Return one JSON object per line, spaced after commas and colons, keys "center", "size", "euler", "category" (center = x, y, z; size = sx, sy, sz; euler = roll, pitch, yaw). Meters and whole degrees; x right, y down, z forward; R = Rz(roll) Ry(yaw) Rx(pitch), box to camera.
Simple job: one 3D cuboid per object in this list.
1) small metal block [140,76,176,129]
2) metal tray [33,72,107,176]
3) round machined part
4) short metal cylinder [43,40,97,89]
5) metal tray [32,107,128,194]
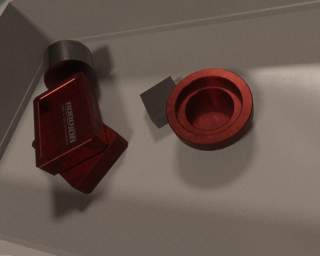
{"center": [0.006, -0.035, 0.423], "size": [0.050, 0.025, 0.050], "euler": [-31, 52, 8], "category": "small metal block"}
{"center": [-0.130, -0.010, 0.435], "size": [0.090, 0.030, 0.130], "euler": [-28, 52, 10], "category": "metal tray"}
{"center": [0.060, -0.018, 0.368], "size": [0.098, 0.042, 0.098], "euler": [-7, 63, 15], "category": "round machined part"}
{"center": [-0.147, -0.095, 0.503], "size": [0.080, 0.080, 0.050], "euler": [-27, 53, 11], "category": "short metal cylinder"}
{"center": [-0.119, 0.023, 0.449], "size": [0.130, 0.030, 0.090], "euler": [31, 78, 37], "category": "metal tray"}
